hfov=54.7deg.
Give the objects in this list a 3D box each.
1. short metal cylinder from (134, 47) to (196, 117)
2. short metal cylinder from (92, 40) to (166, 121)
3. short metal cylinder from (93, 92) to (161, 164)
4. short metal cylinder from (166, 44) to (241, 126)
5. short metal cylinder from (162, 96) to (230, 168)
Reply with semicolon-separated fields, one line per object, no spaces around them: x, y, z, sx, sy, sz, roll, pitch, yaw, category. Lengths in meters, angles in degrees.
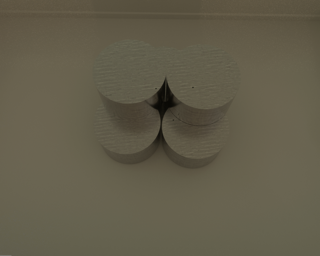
0.006;-0.061;0.417;0.081;0.050;0.080;0;70;0;short metal cylinder
-0.033;-0.055;0.361;0.081;0.050;0.080;0;70;0;short metal cylinder
-0.039;0.001;0.394;0.081;0.050;0.080;0;70;0;short metal cylinder
0.047;-0.049;0.359;0.081;0.050;0.080;0;70;0;short metal cylinder
0.043;0.006;0.392;0.081;0.050;0.080;0;70;0;short metal cylinder
